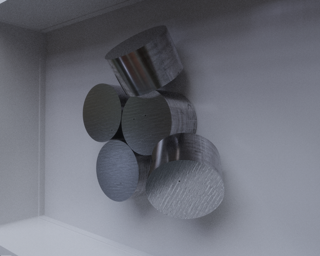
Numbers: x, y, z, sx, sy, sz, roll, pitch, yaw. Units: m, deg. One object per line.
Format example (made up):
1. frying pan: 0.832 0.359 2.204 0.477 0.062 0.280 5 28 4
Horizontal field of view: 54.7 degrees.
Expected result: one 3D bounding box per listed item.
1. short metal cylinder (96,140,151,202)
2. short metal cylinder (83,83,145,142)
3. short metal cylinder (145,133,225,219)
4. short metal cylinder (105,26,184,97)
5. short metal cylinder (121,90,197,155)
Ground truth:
1. short metal cylinder: -0.041 0.055 0.419 0.080 0.050 0.079 0 90 39
2. short metal cylinder: -0.064 -0.021 0.438 0.080 0.050 0.079 0 90 39
3. short metal cylinder: 0.027 0.052 0.338 0.080 0.050 0.079 2 121 4
4. short metal cylinder: -0.018 -0.081 0.373 0.080 0.080 0.050 -4 126 39
5. short metal cylinder: -0.002 -0.007 0.388 0.080 0.050 0.079 0 90 39
